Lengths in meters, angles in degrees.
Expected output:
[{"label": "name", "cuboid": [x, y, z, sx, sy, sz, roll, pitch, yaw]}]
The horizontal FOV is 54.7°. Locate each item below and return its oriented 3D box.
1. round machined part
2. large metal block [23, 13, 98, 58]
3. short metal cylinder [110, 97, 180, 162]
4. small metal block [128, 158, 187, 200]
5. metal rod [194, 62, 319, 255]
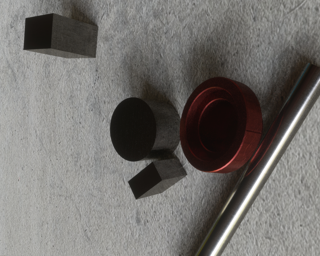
[{"label": "round machined part", "cuboid": [0.067, -0.001, 0.325, 0.098, 0.042, 0.098, -19, 67, 53]}, {"label": "large metal block", "cuboid": [-0.159, -0.144, 0.497, 0.080, 0.081, 0.050, 10, 96, 39]}, {"label": "short metal cylinder", "cuboid": [-0.019, 0.002, 0.402, 0.080, 0.050, 0.079, 0, 90, 39]}, {"label": "small metal block", "cuboid": [-0.003, 0.063, 0.389, 0.050, 0.050, 0.025, -42, 65, 32]}, {"label": "metal rod", "cuboid": [0.088, 0.074, 0.331, 0.025, 0.025, 0.298, 37, 112, 33]}]
